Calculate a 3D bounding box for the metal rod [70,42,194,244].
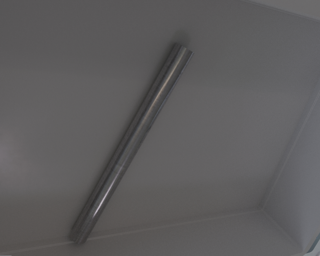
[{"bbox_3d":[-0.043,0.030,0.402,0.025,0.025,0.299,20,108,-36],"label":"metal rod"}]
